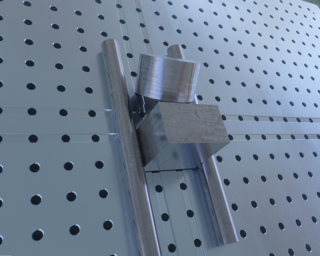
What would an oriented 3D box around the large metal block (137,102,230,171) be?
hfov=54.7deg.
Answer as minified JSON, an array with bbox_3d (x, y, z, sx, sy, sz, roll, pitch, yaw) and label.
[{"bbox_3d":[0.022,0.013,0.374,0.081,0.080,0.050,1,62,-28],"label":"large metal block"}]

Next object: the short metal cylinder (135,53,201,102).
[{"bbox_3d":[0.010,-0.068,0.411,0.081,0.050,0.080,9,15,-2],"label":"short metal cylinder"}]

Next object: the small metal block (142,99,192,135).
[{"bbox_3d":[0.011,-0.013,0.406,0.050,0.050,0.025,2,61,-28],"label":"small metal block"}]

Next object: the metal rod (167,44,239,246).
[{"bbox_3d":[0.053,0.006,0.432,0.025,0.025,0.299,2,61,-27],"label":"metal rod"}]

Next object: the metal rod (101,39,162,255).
[{"bbox_3d":[-0.039,0.013,0.378,0.025,0.025,0.299,1,61,-28],"label":"metal rod"}]
